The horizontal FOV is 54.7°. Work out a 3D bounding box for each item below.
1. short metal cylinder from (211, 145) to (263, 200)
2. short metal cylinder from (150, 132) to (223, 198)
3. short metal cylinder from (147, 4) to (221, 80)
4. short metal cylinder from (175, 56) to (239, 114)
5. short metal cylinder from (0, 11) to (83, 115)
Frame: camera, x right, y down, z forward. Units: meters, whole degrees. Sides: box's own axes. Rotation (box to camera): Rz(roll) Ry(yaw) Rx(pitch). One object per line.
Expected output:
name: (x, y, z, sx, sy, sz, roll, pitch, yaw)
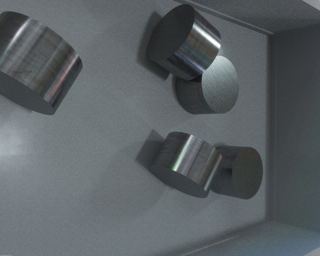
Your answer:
short metal cylinder: (0.118, 0.068, 0.489, 0.081, 0.050, 0.080, 0, 90, -40)
short metal cylinder: (0.034, 0.048, 0.399, 0.080, 0.080, 0.050, 44, 64, -32)
short metal cylinder: (0.030, -0.108, 0.395, 0.050, 0.080, 0.080, 28, 73, -37)
short metal cylinder: (0.069, -0.060, 0.448, 0.081, 0.050, 0.080, 0, 90, -40)
short metal cylinder: (-0.117, -0.054, 0.273, 0.080, 0.080, 0.050, 38, 67, -34)
